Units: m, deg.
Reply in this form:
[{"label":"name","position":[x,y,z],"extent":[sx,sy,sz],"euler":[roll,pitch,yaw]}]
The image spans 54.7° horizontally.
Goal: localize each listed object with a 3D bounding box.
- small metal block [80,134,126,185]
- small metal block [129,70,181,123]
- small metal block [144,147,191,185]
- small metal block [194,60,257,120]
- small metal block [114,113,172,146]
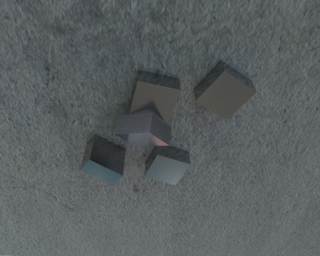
[{"label":"small metal block","position":[-0.077,0.043,0.427],"extent":[0.050,0.050,0.025],"euler":[31,123,-24]},{"label":"small metal block","position":[-0.007,-0.038,0.375],"extent":[0.050,0.025,0.050],"euler":[11,129,-10]},{"label":"small metal block","position":[0.010,0.053,0.453],"extent":[0.050,0.025,0.050],"euler":[17,128,-15]},{"label":"small metal block","position":[0.077,-0.044,0.371],"extent":[0.050,0.025,0.050],"euler":[28,125,-22]},{"label":"small metal block","position":[-0.020,0.003,0.388],"extent":[0.050,0.025,0.050],"euler":[-3,159,28]}]
